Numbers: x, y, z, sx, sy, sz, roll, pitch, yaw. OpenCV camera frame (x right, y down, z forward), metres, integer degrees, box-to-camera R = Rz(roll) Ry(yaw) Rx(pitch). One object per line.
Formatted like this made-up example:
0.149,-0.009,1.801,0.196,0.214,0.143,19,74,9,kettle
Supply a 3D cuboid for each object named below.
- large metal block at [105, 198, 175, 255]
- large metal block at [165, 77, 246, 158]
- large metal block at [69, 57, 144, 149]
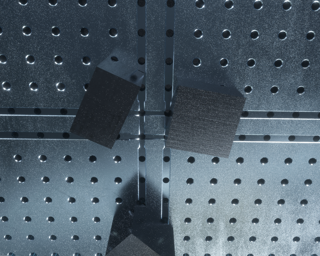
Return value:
-0.025,0.162,0.444,0.080,0.080,0.050,43,104,-14,large metal block
0.054,-0.014,0.396,0.081,0.050,0.079,10,110,-4,large metal block
-0.060,-0.033,0.371,0.050,0.080,0.080,24,108,-9,large metal block
